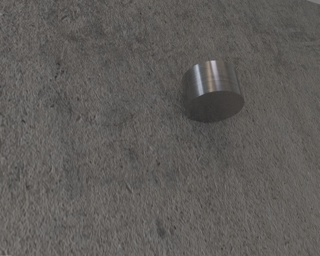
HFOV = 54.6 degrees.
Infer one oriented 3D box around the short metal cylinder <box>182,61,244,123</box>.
[{"bbox_3d":[0.073,-0.049,0.437,0.081,0.080,0.050,9,58,-24],"label":"short metal cylinder"}]
